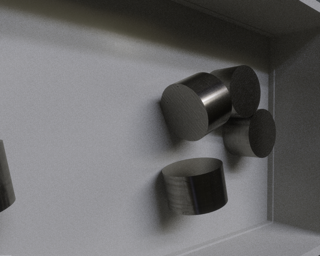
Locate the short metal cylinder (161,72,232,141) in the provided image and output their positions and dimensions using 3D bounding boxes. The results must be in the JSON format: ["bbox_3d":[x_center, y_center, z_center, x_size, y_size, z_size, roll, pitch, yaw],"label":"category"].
[{"bbox_3d":[0.048,-0.029,0.413,0.050,0.080,0.080,-29,109,-36],"label":"short metal cylinder"}]

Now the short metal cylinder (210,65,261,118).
[{"bbox_3d":[0.114,-0.056,0.489,0.081,0.050,0.079,0,90,-40],"label":"short metal cylinder"}]

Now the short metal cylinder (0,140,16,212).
[{"bbox_3d":[-0.160,0.042,0.238,0.081,0.080,0.050,-15,100,-39],"label":"short metal cylinder"}]

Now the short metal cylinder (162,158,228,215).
[{"bbox_3d":[0.047,0.075,0.412,0.081,0.080,0.050,-17,101,-39],"label":"short metal cylinder"}]

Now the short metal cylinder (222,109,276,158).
[{"bbox_3d":[0.150,0.009,0.520,0.081,0.050,0.079,0,90,-40],"label":"short metal cylinder"}]
